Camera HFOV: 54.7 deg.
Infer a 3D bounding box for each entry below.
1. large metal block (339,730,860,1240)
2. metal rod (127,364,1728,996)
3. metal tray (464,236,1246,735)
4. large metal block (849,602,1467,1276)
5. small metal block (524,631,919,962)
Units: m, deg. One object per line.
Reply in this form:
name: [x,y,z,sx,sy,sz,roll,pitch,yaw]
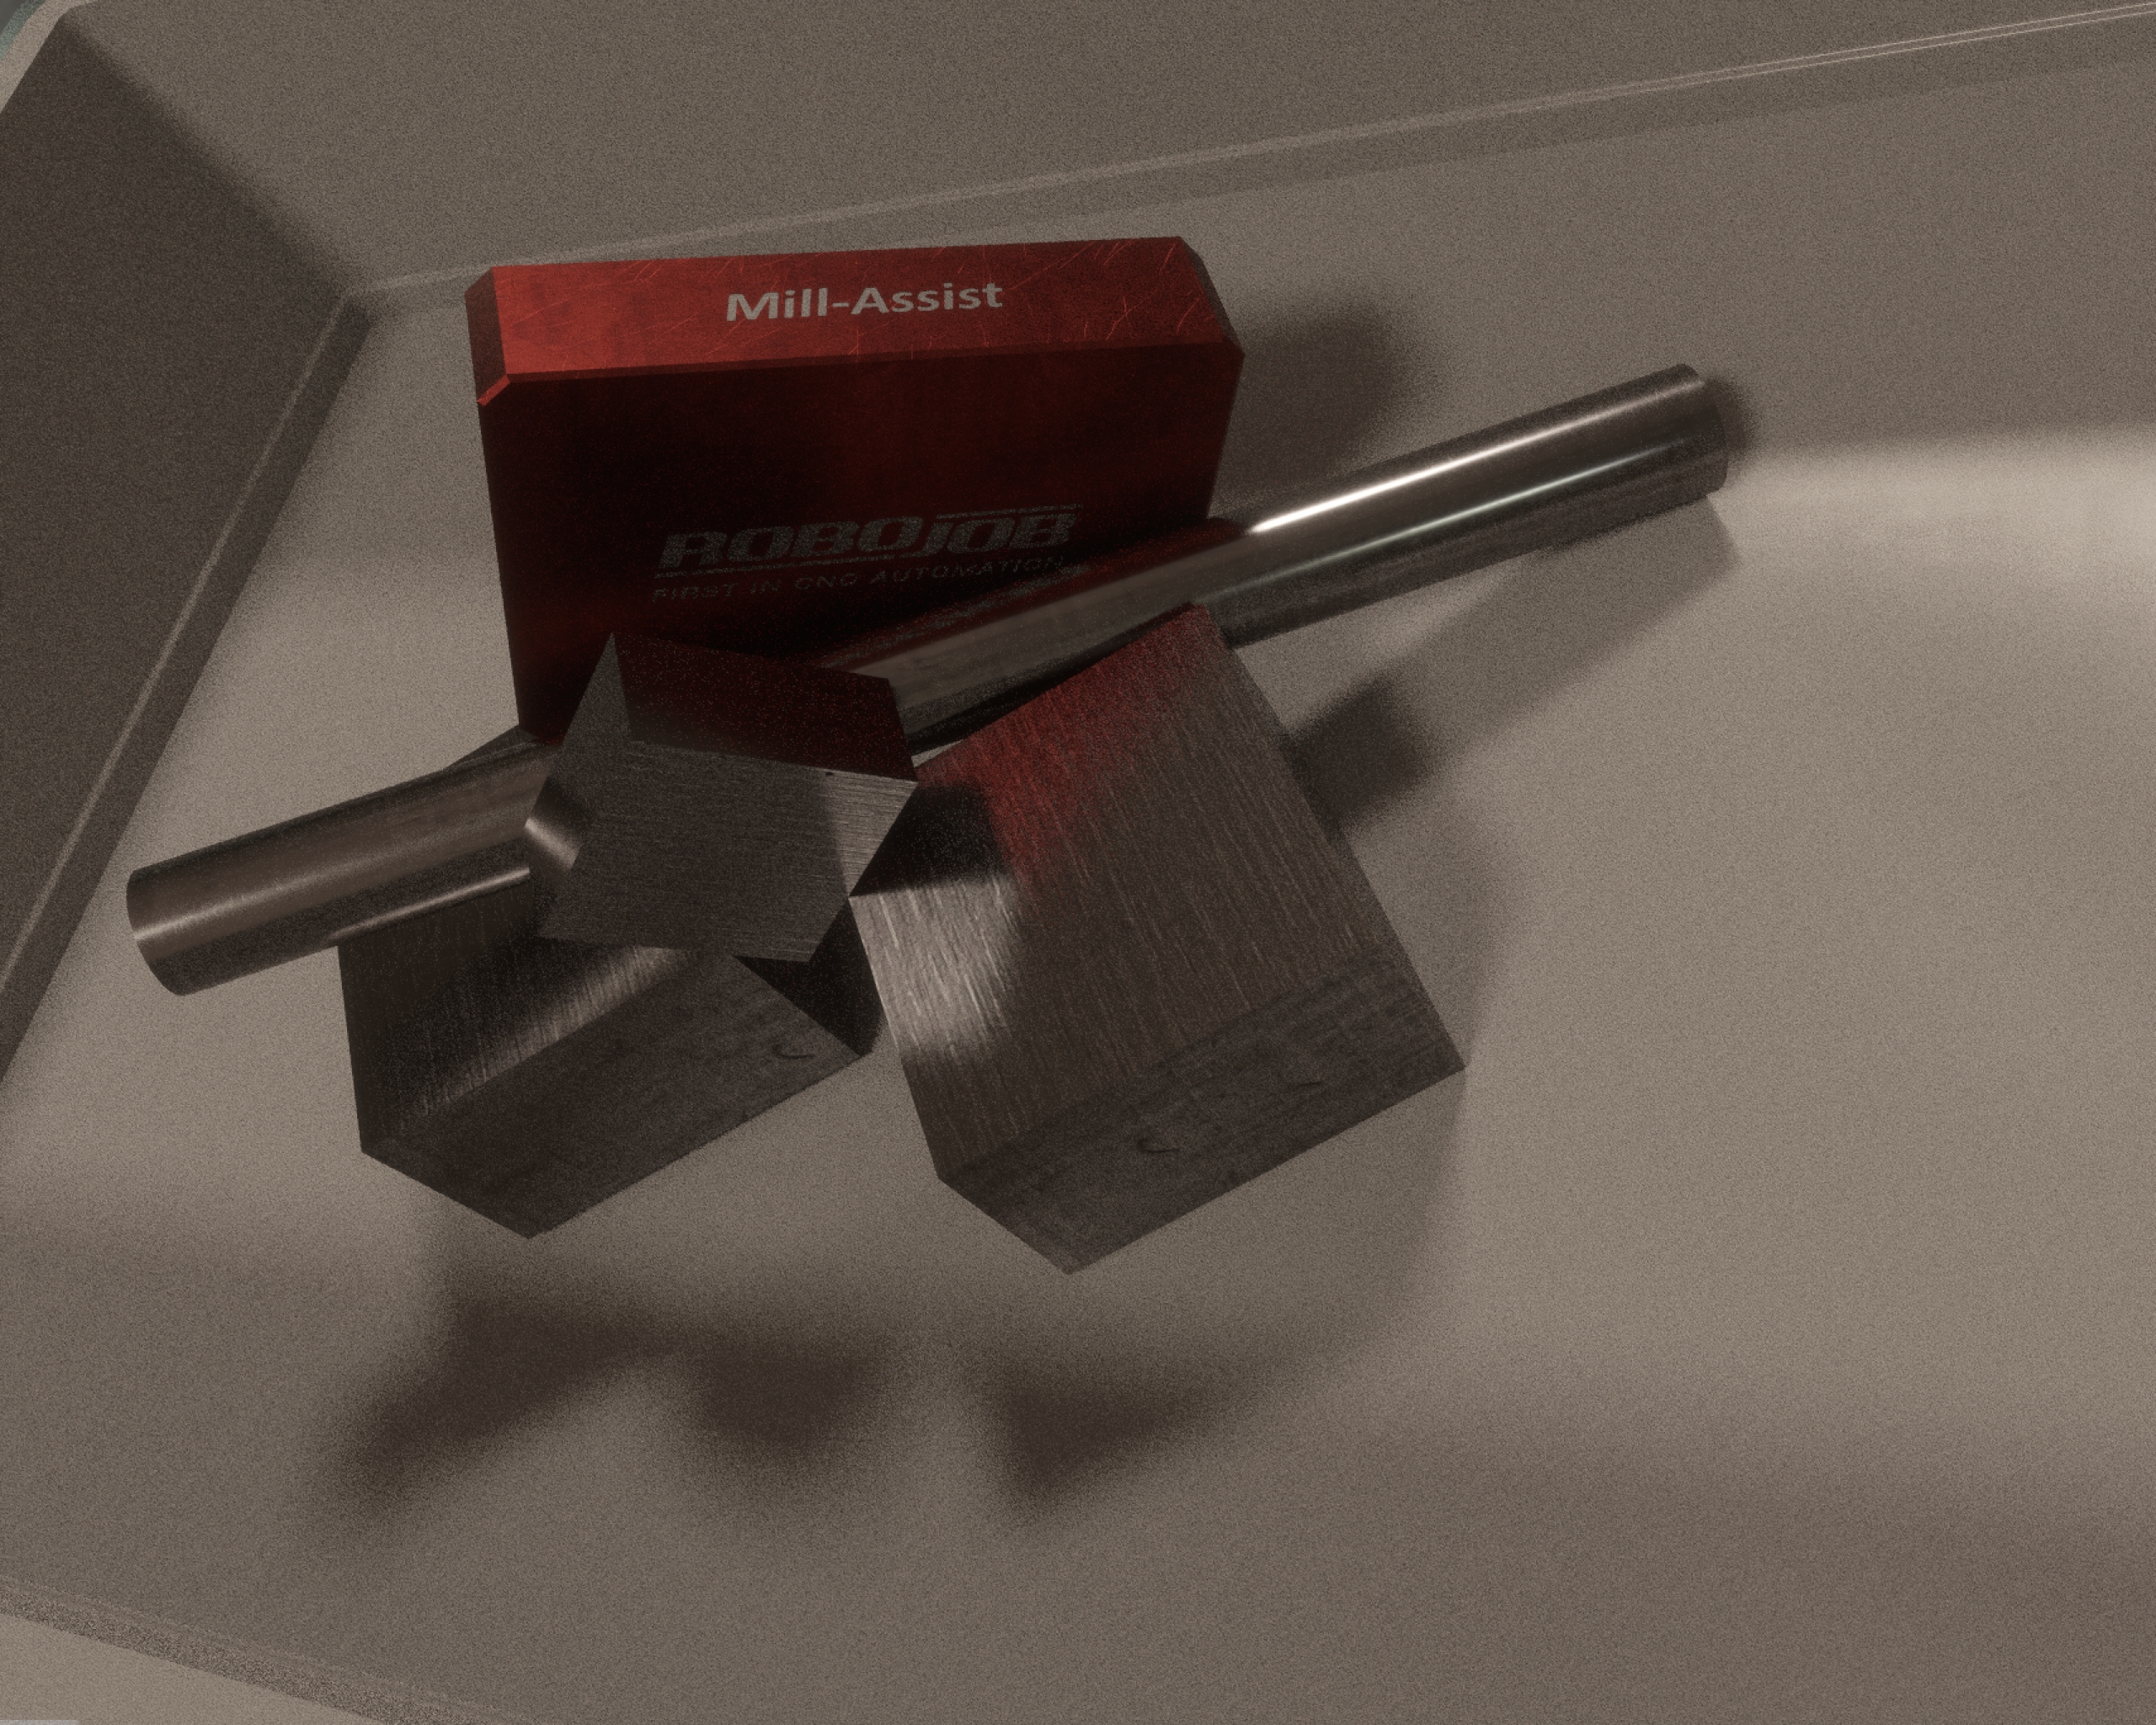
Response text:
large metal block: [-0.101,0.017,0.426,0.080,0.050,0.080,-29,52,9]
metal rod: [-0.026,-0.035,0.390,0.302,0.025,0.025,-18,53,-2]
metal tray: [-0.042,-0.068,0.390,0.131,0.089,0.030,-7,54,-14]
large metal block: [0.010,0.014,0.373,0.080,0.050,0.080,-29,52,9]
small metal block: [-0.063,-0.010,0.363,0.050,0.050,0.025,-55,40,38]
